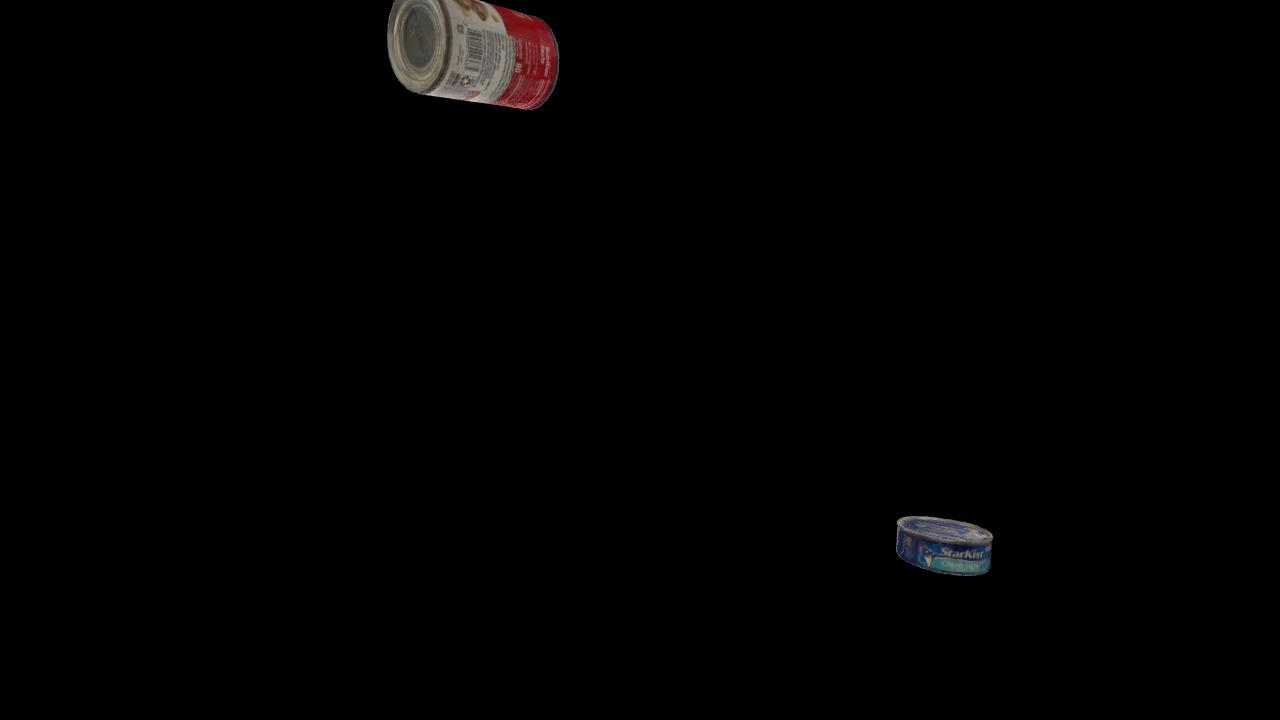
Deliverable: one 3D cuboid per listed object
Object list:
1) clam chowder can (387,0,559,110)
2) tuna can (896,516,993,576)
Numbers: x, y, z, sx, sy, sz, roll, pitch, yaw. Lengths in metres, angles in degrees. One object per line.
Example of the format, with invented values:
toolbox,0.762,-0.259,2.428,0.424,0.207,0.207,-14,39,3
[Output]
clam chowder can,-0.117,-0.219,0.440,0.068,0.068,0.102,0,13,37
tuna can,0.294,0.179,0.597,0.084,0.034,0.084,3,1,0
